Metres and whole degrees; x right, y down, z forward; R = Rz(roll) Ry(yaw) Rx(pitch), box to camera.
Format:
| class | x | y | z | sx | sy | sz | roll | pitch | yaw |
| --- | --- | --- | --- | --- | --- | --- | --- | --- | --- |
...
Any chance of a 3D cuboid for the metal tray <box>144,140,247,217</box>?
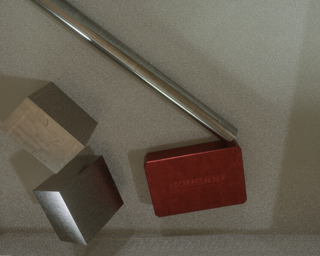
| class | x | y | z | sx | sy | sz | roll | pitch | yaw |
| --- | --- | --- | --- | --- | --- | --- | --- | --- | --- |
| metal tray | 0.050 | 0.071 | 0.436 | 0.131 | 0.030 | 0.089 | -10 | 110 | 3 |

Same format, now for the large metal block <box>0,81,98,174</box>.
| class | x | y | z | sx | sy | sz | roll | pitch | yaw |
| --- | --- | --- | --- | --- | --- | --- | --- | --- | --- |
| large metal block | -0.130 | -0.003 | 0.379 | 0.050 | 0.080 | 0.080 | -42 | 105 | 14 |

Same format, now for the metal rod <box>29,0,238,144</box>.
| class | x | y | z | sx | sy | sz | roll | pitch | yaw |
| --- | --- | --- | --- | --- | --- | --- | --- | --- | --- |
| metal rod | -0.025 | -0.074 | 0.383 | 0.301 | 0.025 | 0.025 | 35 | 106 | -13 |

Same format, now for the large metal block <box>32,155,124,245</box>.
| class | x | y | z | sx | sy | sz | roll | pitch | yaw |
| --- | --- | --- | --- | --- | --- | --- | --- | --- | --- |
| large metal block | -0.103 | 0.091 | 0.407 | 0.050 | 0.080 | 0.080 | -6 | 113 | 34 |
